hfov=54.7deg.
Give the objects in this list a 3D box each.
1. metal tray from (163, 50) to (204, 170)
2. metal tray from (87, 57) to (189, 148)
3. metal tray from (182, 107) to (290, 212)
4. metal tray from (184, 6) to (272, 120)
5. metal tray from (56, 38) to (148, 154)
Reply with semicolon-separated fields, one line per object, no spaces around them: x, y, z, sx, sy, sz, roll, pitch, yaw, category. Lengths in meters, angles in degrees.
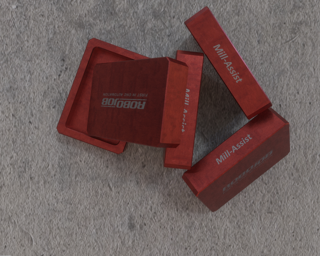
0.026;-0.020;0.379;0.030;0.090;0.129;6;91;0;metal tray
-0.031;-0.030;0.354;0.130;0.030;0.089;7;90;44;metal tray
0.098;0.043;0.380;0.130;0.090;0.030;-38;55;0;metal tray
0.082;-0.076;0.377;0.030;0.090;0.130;-33;90;14;metal tray
-0.069;-0.041;0.408;0.090;0.030;0.129;20;90;-1;metal tray
